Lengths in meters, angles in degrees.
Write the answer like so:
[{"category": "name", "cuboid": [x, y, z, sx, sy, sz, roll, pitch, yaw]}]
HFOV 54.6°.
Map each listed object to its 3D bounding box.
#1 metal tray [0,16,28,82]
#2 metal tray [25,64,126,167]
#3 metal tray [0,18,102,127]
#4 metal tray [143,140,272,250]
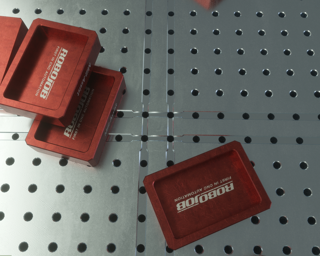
[{"category": "metal tray", "cuboid": [-0.251, -0.100, 0.445, 0.090, 0.030, 0.130, 7, 70, 2]}, {"category": "metal tray", "cuboid": [-0.109, -0.023, 0.416, 0.090, 0.030, 0.130, 15, 71, 5]}, {"category": "metal tray", "cuboid": [-0.141, -0.074, 0.403, 0.090, 0.030, 0.130, 14, 70, 5]}, {"category": "metal tray", "cuboid": [0.055, 0.080, 0.379, 0.131, 0.030, 0.090, -21, 71, -8]}]
